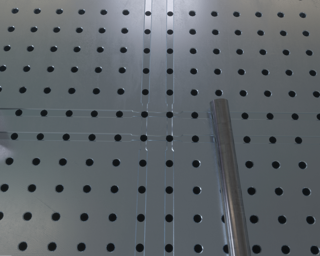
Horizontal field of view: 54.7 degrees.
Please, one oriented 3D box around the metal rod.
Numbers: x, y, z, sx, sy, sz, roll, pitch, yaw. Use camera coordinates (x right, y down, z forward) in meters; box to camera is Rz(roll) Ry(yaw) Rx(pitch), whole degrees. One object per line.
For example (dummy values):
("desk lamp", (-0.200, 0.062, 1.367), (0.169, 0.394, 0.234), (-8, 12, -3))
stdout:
("metal rod", (0.090, 0.105, 0.374), (0.025, 0.025, 0.299), (-3, 70, -1))
